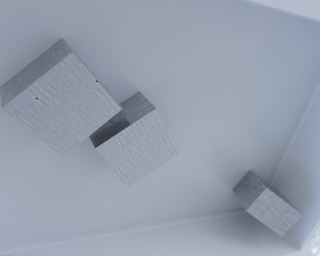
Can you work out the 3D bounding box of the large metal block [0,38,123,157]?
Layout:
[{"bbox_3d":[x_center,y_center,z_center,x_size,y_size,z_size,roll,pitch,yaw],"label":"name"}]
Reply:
[{"bbox_3d":[-0.100,-0.031,0.319,0.080,0.050,0.080,-40,130,-2],"label":"large metal block"}]

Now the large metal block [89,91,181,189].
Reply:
[{"bbox_3d":[-0.033,0.015,0.385,0.080,0.050,0.080,-34,129,-6],"label":"large metal block"}]

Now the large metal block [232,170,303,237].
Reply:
[{"bbox_3d":[0.182,0.128,0.536,0.080,0.080,0.050,37,99,-10],"label":"large metal block"}]
